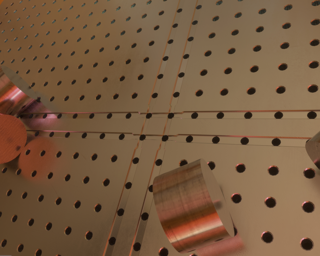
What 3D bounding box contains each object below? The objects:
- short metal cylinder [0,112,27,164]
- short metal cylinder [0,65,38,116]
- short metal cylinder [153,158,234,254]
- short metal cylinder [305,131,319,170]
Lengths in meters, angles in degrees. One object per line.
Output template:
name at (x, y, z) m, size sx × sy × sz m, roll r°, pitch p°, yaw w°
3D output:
short metal cylinder at (-0.268, 0.013, 0.502) m, size 0.050 × 0.080 × 0.080 m, roll 13°, pitch 69°, yaw 33°
short metal cylinder at (-0.267, -0.064, 0.549) m, size 0.050 × 0.080 × 0.080 m, roll -42°, pitch 51°, yaw 0°
short metal cylinder at (0.034, 0.076, 0.308) m, size 0.050 × 0.080 × 0.080 m, roll -24°, pitch 53°, yaw 13°
short metal cylinder at (0.176, 0.024, 0.266) m, size 0.050 × 0.080 × 0.080 m, roll -42°, pitch 51°, yaw 0°
